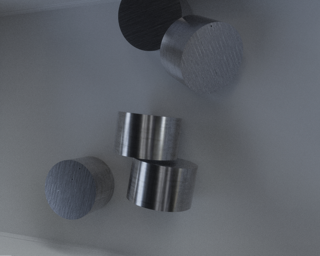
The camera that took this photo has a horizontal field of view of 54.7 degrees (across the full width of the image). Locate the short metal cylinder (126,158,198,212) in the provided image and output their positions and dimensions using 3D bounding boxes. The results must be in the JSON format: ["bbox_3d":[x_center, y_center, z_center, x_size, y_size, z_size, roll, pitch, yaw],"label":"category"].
[{"bbox_3d":[0.003,0.064,0.380,0.080,0.080,0.050,10,94,19],"label":"short metal cylinder"}]

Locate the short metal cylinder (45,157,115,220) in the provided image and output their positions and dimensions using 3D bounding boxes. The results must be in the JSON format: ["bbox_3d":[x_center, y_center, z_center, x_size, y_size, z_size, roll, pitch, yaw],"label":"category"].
[{"bbox_3d":[-0.112,0.082,0.435,0.080,0.050,0.079,0,90,19],"label":"short metal cylinder"}]

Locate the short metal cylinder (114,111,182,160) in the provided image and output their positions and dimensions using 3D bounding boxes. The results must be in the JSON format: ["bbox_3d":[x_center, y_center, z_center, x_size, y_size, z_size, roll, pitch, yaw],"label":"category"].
[{"bbox_3d":[-0.015,0.008,0.386,0.080,0.080,0.050,7,93,19],"label":"short metal cylinder"}]

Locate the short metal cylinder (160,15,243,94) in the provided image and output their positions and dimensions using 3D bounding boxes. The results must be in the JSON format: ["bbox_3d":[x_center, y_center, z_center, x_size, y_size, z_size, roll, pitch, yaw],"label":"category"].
[{"bbox_3d":[0.047,-0.085,0.357,0.080,0.080,0.050,-59,37,11],"label":"short metal cylinder"}]

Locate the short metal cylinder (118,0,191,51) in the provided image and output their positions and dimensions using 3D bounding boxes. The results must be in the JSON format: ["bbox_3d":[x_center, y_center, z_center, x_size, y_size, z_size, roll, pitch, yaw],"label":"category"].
[{"bbox_3d":[-0.005,-0.138,0.389,0.080,0.050,0.079,5,105,18],"label":"short metal cylinder"}]
